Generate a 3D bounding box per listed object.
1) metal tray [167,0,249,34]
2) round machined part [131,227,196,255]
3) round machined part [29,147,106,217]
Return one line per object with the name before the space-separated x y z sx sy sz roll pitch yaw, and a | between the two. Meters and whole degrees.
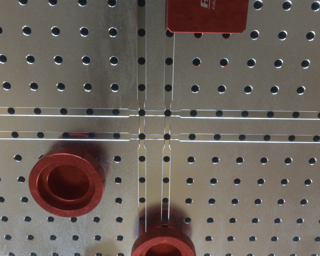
metal tray | 0.054 -0.175 0.347 0.091 0.030 0.129 1 110 -1
round machined part | 0.005 0.193 0.476 0.099 0.042 0.097 0 110 -1
round machined part | -0.124 0.071 0.429 0.099 0.042 0.097 0 110 -1
